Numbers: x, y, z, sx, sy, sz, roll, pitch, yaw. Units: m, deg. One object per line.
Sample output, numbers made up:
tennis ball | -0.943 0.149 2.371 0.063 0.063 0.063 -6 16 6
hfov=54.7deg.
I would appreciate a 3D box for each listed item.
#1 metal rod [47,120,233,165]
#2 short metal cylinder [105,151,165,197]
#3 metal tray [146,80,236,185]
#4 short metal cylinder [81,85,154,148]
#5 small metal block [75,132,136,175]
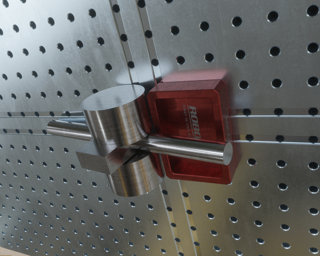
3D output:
metal rod | -0.050 0.013 0.416 0.300 0.025 0.025 7 122 35
short metal cylinder | -0.038 0.049 0.425 0.080 0.080 0.050 2 119 27
metal tray | 0.042 0.007 0.390 0.090 0.030 0.129 1 119 27
short metal cylinder | -0.053 -0.017 0.391 0.080 0.080 0.050 1 119 28
small metal block | -0.067 0.030 0.387 0.050 0.050 0.025 6 121 35
